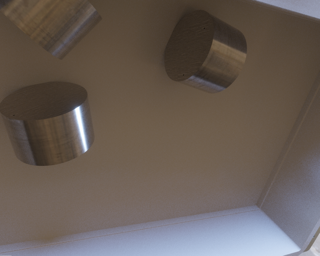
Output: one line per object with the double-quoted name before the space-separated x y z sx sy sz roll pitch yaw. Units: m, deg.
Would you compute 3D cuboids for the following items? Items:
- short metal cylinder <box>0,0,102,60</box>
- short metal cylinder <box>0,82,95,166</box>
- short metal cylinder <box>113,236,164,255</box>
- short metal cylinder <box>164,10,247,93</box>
"short metal cylinder" -0.095 -0.104 0.257 0.050 0.080 0.080 -45 130 3
"short metal cylinder" -0.110 -0.007 0.310 0.081 0.080 0.050 -15 125 -20
"short metal cylinder" -0.038 0.221 0.493 0.081 0.080 0.050 0 118 -29
"short metal cylinder" 0.049 -0.084 0.350 0.050 0.080 0.080 14 111 -34
